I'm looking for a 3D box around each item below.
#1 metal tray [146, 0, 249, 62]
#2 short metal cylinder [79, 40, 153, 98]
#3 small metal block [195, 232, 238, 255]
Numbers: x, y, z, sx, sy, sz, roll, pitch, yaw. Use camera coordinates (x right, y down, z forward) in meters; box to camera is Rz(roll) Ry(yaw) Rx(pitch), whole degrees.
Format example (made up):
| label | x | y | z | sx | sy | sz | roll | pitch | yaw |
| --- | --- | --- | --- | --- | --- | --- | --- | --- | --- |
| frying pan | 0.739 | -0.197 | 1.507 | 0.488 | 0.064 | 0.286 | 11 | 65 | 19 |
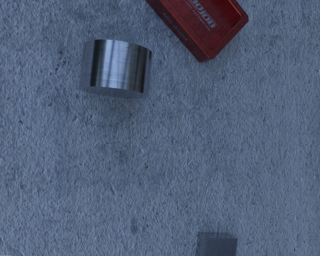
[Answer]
| label | x | y | z | sx | sy | sz | roll | pitch | yaw |
| --- | --- | --- | --- | --- | --- | --- | --- | --- | --- |
| metal tray | 0.050 | -0.167 | 0.424 | 0.130 | 0.030 | 0.090 | 46 | 76 | -15 |
| short metal cylinder | -0.051 | -0.066 | 0.361 | 0.081 | 0.080 | 0.050 | 6 | 88 | -20 |
| small metal block | 0.079 | 0.177 | 0.439 | 0.050 | 0.025 | 0.050 | 9 | 87 | -20 |
